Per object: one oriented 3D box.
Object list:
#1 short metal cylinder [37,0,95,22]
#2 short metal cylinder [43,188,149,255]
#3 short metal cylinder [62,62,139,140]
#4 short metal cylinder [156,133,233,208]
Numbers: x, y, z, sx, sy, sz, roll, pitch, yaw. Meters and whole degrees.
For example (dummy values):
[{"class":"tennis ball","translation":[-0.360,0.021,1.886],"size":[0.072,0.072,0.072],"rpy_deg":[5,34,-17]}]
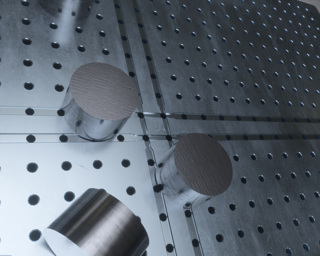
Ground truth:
[{"class":"short metal cylinder","translation":[-0.132,-0.201,0.445],"size":[0.081,0.050,0.080],"rpy_deg":[14,56,-21]},{"class":"short metal cylinder","translation":[-0.057,0.102,0.281],"size":[0.080,0.080,0.050],"rpy_deg":[44,51,2]},{"class":"short metal cylinder","translation":[-0.072,-0.032,0.373],"size":[0.081,0.050,0.080],"rpy_deg":[14,56,-21]},{"class":"short metal cylinder","translation":[0.042,0.053,0.384],"size":[0.081,0.050,0.080],"rpy_deg":[14,56,-21]}]
